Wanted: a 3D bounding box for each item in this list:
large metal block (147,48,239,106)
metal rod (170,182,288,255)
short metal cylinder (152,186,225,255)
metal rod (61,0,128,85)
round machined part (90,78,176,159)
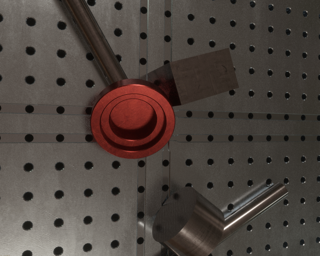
[{"bbox_3d":[0.040,-0.062,0.399,0.081,0.080,0.050,-18,97,-19],"label":"large metal block"},{"bbox_3d":[0.064,0.163,0.437,0.302,0.025,0.025,-28,100,-18],"label":"metal rod"},{"bbox_3d":[0.036,0.123,0.398,0.050,0.080,0.080,41,77,-16],"label":"short metal cylinder"},{"bbox_3d":[-0.116,-0.175,0.369,0.025,0.025,0.299,-32,101,-17],"label":"metal rod"},{"bbox_3d":[-0.033,-0.014,0.378,0.099,0.042,0.097,-3,118,-6],"label":"round machined part"}]
